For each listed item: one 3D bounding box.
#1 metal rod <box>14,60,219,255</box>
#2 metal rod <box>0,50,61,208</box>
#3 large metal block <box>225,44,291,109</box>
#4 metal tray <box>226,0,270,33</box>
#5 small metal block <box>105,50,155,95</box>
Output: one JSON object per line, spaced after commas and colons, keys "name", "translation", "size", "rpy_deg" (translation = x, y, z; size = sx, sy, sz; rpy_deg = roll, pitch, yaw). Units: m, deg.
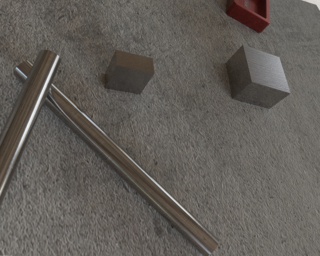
{"name": "metal rod", "translation": [-0.051, 0.034, 0.356], "size": [0.300, 0.025, 0.025], "rpy_deg": [43, 51, 1]}
{"name": "metal rod", "translation": [-0.148, 0.049, 0.276], "size": [0.025, 0.025, 0.300], "rpy_deg": [20, 59, -17]}
{"name": "large metal block", "translation": [0.167, -0.087, 0.533], "size": [0.081, 0.050, 0.080], "rpy_deg": [11, 57, -23]}
{"name": "metal tray", "translation": [0.193, -0.275, 0.675], "size": [0.090, 0.030, 0.130], "rpy_deg": [24, 53, -14]}
{"name": "small metal block", "translation": [-0.042, -0.072, 0.411], "size": [0.050, 0.050, 0.025], "rpy_deg": [7, 59, -25]}
